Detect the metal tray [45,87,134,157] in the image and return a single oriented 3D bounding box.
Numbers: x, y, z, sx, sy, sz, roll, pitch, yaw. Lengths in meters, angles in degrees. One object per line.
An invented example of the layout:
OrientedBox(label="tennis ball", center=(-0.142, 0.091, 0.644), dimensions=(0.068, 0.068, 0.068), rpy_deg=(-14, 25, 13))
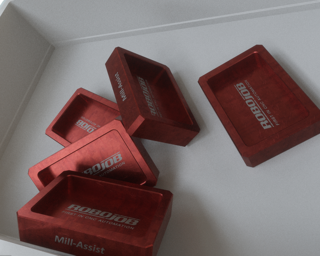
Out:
OrientedBox(label="metal tray", center=(-0.098, 0.000, 0.452), dimensions=(0.130, 0.030, 0.090), rpy_deg=(25, 75, 36))

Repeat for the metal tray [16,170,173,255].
OrientedBox(label="metal tray", center=(-0.060, 0.087, 0.313), dimensions=(0.131, 0.030, 0.090), rpy_deg=(9, 22, 12))

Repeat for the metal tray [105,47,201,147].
OrientedBox(label="metal tray", center=(-0.012, -0.041, 0.391), dimensions=(0.030, 0.091, 0.130), rpy_deg=(-49, 45, 31))

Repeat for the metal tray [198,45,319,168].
OrientedBox(label="metal tray", center=(0.111, -0.030, 0.362), dimensions=(0.090, 0.030, 0.130), rpy_deg=(-29, 52, 9))

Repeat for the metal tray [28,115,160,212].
OrientedBox(label="metal tray", center=(-0.078, 0.054, 0.373), dimensions=(0.130, 0.030, 0.090), rpy_deg=(-29, 97, 9))
